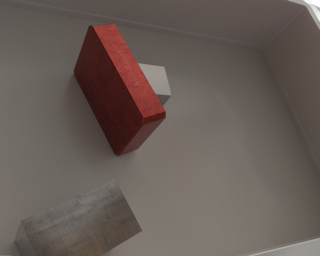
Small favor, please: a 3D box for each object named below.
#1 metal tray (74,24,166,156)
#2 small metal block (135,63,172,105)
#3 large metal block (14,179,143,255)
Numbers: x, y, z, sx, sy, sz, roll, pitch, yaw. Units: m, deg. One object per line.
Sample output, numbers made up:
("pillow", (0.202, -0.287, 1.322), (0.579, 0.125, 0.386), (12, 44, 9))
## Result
("metal tray", (-0.053, -0.043, 0.362), (0.030, 0.090, 0.130), (-19, 72, -35))
("small metal block", (-0.016, -0.062, 0.436), (0.050, 0.025, 0.050), (2, 61, -28))
("large metal block", (-0.075, 0.095, 0.273), (0.081, 0.080, 0.050), (-20, 73, -36))
